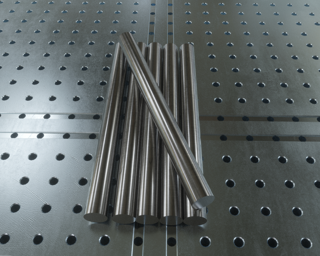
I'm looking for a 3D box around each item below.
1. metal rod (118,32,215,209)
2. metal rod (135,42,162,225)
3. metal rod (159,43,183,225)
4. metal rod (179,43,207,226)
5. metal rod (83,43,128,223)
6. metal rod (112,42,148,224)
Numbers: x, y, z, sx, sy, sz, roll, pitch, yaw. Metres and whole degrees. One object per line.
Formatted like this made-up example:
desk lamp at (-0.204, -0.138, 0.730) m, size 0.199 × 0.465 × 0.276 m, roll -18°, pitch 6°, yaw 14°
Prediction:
metal rod at (-0.005, -0.033, 0.403) m, size 0.025 × 0.025 × 0.300 m, roll -15°, pitch 52°, yaw -12°
metal rod at (-0.011, -0.018, 0.422) m, size 0.025 × 0.025 × 0.300 m, roll 1°, pitch 50°, yaw 1°
metal rod at (0.015, -0.017, 0.423) m, size 0.025 × 0.025 × 0.300 m, roll 1°, pitch 50°, yaw 1°
metal rod at (0.041, -0.017, 0.423) m, size 0.025 × 0.025 × 0.300 m, roll 1°, pitch 50°, yaw 1°
metal rod at (-0.065, -0.020, 0.423) m, size 0.025 × 0.025 × 0.300 m, roll 1°, pitch 50°, yaw 1°
metal rod at (-0.035, -0.019, 0.422) m, size 0.025 × 0.025 × 0.300 m, roll 1°, pitch 50°, yaw 1°
